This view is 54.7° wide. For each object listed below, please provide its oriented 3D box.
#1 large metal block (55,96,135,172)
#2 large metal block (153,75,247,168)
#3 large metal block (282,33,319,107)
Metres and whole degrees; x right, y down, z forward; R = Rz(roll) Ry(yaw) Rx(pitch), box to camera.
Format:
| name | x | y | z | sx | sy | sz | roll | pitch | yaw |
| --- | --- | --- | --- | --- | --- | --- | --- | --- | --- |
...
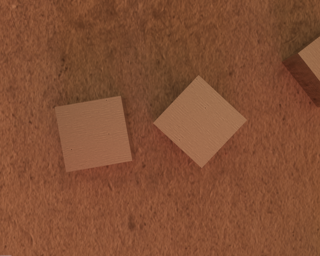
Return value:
| name | x | y | z | sx | sy | sz | roll | pitch | yaw |
| --- | --- | --- | --- | --- | --- | --- | --- | --- | --- |
| large metal block | -0.080 | 0.007 | 0.396 | 0.080 | 0.050 | 0.080 | -10 | 90 | -1 |
| large metal block | 0.048 | -0.008 | 0.398 | 0.080 | 0.050 | 0.080 | 43 | 90 | -1 |
| large metal block | 0.223 | -0.084 | 0.400 | 0.080 | 0.050 | 0.080 | -38 | 91 | 0 |
